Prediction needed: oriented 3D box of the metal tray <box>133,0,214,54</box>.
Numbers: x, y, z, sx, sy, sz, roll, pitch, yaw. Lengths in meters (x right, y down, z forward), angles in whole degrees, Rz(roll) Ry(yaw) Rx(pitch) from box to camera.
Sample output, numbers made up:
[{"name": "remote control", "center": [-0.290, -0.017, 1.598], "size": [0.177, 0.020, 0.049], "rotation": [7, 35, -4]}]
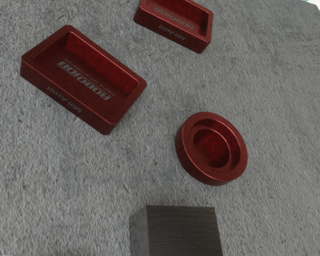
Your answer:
[{"name": "metal tray", "center": [0.027, -0.192, 0.534], "size": [0.131, 0.030, 0.090], "rotation": [22, 53, -15]}]

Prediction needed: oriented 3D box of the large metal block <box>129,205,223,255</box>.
[{"name": "large metal block", "center": [0.016, 0.127, 0.320], "size": [0.081, 0.050, 0.080], "rotation": [8, 58, -24]}]

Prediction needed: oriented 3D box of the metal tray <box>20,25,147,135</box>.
[{"name": "metal tray", "center": [-0.092, -0.062, 0.389], "size": [0.130, 0.030, 0.090], "rotation": [36, 51, -4]}]

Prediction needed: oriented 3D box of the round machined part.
[{"name": "round machined part", "center": [0.063, 0.031, 0.410], "size": [0.099, 0.042, 0.098], "rotation": [14, 56, -21]}]
